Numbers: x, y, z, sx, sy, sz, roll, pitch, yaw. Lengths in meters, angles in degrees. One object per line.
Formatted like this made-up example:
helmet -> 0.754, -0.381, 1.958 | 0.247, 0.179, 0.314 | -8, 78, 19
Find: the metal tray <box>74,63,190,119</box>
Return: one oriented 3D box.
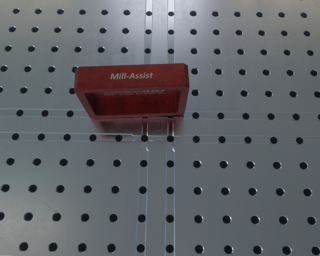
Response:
metal tray -> -0.032, -0.044, 0.393 | 0.131, 0.090, 0.030 | -2, 70, -1
